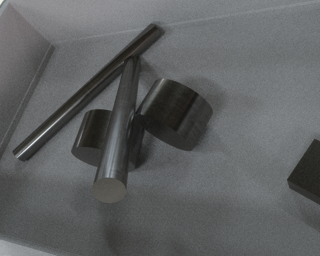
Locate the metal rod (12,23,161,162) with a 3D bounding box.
[{"bbox_3d":[-0.116,-0.058,0.499,0.300,0.025,0.025,-43,51,-2],"label":"metal rod"}]

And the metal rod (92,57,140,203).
[{"bbox_3d":[-0.041,-0.027,0.361,0.025,0.025,0.300,-25,27,12],"label":"metal rod"}]

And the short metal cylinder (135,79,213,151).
[{"bbox_3d":[0.016,-0.014,0.370,0.080,0.080,0.050,21,73,35],"label":"short metal cylinder"}]

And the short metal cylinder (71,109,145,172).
[{"bbox_3d":[-0.064,0.018,0.392,0.080,0.080,0.050,0,62,28],"label":"short metal cylinder"}]

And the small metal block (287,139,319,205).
[{"bbox_3d":[0.159,0.046,0.294,0.050,0.025,0.050,31,78,37],"label":"small metal block"}]
